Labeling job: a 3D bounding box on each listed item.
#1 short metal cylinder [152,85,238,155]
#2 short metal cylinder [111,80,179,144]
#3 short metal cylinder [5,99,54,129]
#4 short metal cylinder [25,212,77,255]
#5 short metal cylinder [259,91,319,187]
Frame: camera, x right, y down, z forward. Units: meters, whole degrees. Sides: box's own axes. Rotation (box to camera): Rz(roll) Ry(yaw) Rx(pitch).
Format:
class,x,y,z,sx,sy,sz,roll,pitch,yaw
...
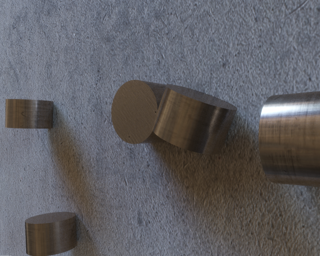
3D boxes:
class,x,y,z,sx,sy,sz,roll,pitch,yaw
short metal cylinder,0.037,-0.011,0.339,0.080,0.081,0.050,29,108,36
short metal cylinder,-0.017,-0.020,0.403,0.080,0.050,0.080,0,90,40
short metal cylinder,-0.238,-0.025,0.566,0.080,0.081,0.050,3,92,40
short metal cylinder,-0.182,0.175,0.520,0.080,0.081,0.050,-6,86,40
short metal cylinder,0.125,0.009,0.266,0.050,0.081,0.080,-2,89,40
